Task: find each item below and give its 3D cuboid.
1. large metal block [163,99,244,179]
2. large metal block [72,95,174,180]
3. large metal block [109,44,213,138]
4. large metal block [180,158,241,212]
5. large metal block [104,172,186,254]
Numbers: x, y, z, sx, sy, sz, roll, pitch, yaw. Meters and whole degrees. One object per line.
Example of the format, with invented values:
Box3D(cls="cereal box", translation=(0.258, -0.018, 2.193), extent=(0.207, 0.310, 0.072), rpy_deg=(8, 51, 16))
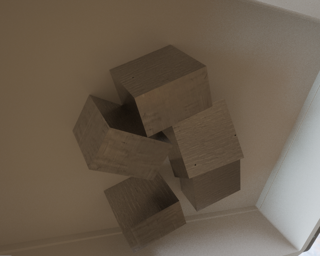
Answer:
Box3D(cls="large metal block", translation=(0.052, 0.014, 0.407), extent=(0.081, 0.050, 0.080), rpy_deg=(-17, 89, -19))
Box3D(cls="large metal block", translation=(-0.045, 0.011, 0.357), extent=(0.081, 0.080, 0.050), rpy_deg=(17, 110, -35))
Box3D(cls="large metal block", translation=(0.000, -0.045, 0.346), extent=(0.080, 0.080, 0.050), rpy_deg=(-26, 128, -13))
Box3D(cls="large metal block", translation=(0.076, 0.070, 0.479), extent=(0.081, 0.050, 0.080), rpy_deg=(-22, 127, -15))
Box3D(cls="large metal block", translation=(-0.022, 0.110, 0.431), extent=(0.080, 0.080, 0.050), rpy_deg=(-26, 128, -13))
